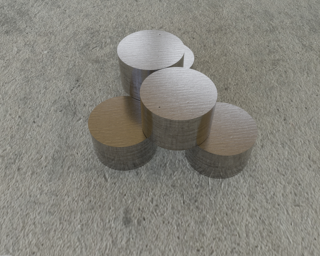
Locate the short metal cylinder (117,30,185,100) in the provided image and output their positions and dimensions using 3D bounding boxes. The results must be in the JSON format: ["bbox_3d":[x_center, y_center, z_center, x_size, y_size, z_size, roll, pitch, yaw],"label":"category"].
[{"bbox_3d":[-0.011,-0.079,0.389,0.080,0.050,0.080,0,50,0],"label":"short metal cylinder"}]

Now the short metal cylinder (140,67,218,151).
[{"bbox_3d":[0.019,-0.022,0.341,0.081,0.050,0.080,1,50,0],"label":"short metal cylinder"}]

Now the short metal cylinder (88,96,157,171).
[{"bbox_3d":[-0.044,0.006,0.383,0.080,0.050,0.080,0,50,0],"label":"short metal cylinder"}]

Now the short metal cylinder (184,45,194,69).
[{"bbox_3d":[0.009,-0.085,0.460,0.080,0.050,0.080,0,50,0],"label":"short metal cylinder"}]

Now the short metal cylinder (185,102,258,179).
[{"bbox_3d":[0.072,0.015,0.376,0.080,0.050,0.080,0,50,0],"label":"short metal cylinder"}]
